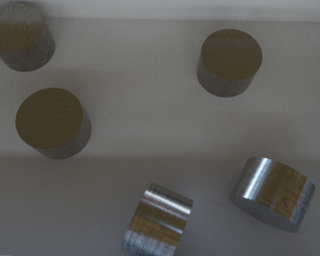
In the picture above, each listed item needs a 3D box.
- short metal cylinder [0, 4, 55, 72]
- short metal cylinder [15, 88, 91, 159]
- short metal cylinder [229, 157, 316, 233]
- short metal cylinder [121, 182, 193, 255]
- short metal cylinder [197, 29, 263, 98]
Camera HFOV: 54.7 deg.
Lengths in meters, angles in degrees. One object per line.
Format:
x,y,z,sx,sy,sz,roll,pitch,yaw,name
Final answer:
-0.198,-0.127,0.441,0.081,0.050,0.080,0,70,0,short metal cylinder
-0.133,-0.004,0.396,0.081,0.050,0.080,0,70,0,short metal cylinder
0.127,0.076,0.354,0.080,0.080,0.050,29,73,10,short metal cylinder
-0.002,0.107,0.341,0.050,0.080,0.080,23,72,8,short metal cylinder
0.094,-0.089,0.430,0.081,0.050,0.080,0,70,0,short metal cylinder
